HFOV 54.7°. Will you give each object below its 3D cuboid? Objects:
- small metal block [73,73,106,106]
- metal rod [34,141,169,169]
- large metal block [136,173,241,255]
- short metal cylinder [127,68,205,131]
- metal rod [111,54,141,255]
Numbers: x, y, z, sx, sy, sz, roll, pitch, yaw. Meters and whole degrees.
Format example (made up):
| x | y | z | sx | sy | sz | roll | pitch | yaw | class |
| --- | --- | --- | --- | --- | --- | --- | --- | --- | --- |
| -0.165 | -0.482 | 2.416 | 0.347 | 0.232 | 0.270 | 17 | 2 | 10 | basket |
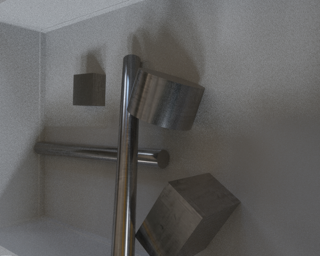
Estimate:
| x | y | z | sx | sy | sz | roll | pitch | yaw | class |
| --- | --- | --- | --- | --- | --- | --- | --- | --- | --- |
| -0.114 | -0.061 | 0.498 | 0.050 | 0.025 | 0.050 | 4 | 92 | 39 | small metal block |
| -0.112 | 0.039 | 0.496 | 0.300 | 0.025 | 0.025 | 1 | 91 | 39 | metal rod |
| 0.031 | 0.101 | 0.344 | 0.050 | 0.081 | 0.080 | 43 | 116 | 31 | large metal block |
| 0.007 | -0.035 | 0.364 | 0.080 | 0.081 | 0.050 | 28 | 107 | 36 | short metal cylinder |
| -0.039 | 0.037 | 0.373 | 0.025 | 0.025 | 0.299 | -22 | 56 | 37 | metal rod |
